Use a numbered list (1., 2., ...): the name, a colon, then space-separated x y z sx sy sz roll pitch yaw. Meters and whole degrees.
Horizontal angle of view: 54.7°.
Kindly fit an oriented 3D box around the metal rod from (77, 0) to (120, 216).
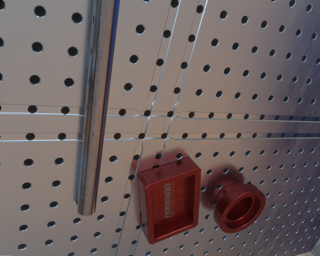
1. metal rod: -0.074 -0.019 0.358 0.025 0.025 0.298 -3 120 -27

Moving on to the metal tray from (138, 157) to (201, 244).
1. metal tray: 0.016 0.116 0.488 0.091 0.030 0.129 -15 125 -20

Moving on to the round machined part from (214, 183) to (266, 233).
1. round machined part: 0.139 0.140 0.562 0.099 0.042 0.097 -14 124 -21
